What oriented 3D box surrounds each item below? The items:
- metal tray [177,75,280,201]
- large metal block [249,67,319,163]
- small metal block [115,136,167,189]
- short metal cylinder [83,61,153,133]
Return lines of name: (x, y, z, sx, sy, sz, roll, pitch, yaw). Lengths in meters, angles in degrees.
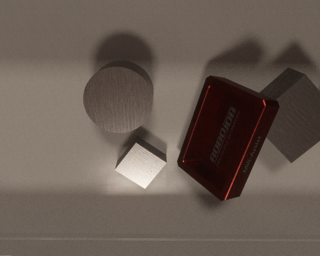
metal tray: (0.078, 0.011, 0.382, 0.030, 0.090, 0.129, 0, 116, -41)
large metal block: (0.165, -0.017, 0.394, 0.080, 0.050, 0.080, 43, 104, -15)
small metal block: (-0.026, 0.047, 0.429, 0.050, 0.025, 0.050, 35, 106, -12)
short metal cylinder: (-0.049, -0.040, 0.383, 0.081, 0.050, 0.079, 0, 110, -1)
